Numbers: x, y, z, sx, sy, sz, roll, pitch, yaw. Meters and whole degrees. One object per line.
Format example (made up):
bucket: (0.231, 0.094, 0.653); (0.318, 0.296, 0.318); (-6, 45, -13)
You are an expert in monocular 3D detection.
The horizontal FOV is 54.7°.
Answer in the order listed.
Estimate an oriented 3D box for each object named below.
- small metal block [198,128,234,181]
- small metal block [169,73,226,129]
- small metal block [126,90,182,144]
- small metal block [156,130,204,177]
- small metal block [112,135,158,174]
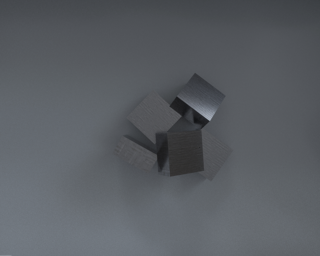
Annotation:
small metal block: (0.060, 0.034, 0.410); (0.050, 0.025, 0.050); (35, 90, -1)
small metal block: (0.049, -0.035, 0.399); (0.050, 0.025, 0.050); (37, 57, -1)
small metal block: (-0.008, -0.014, 0.409); (0.050, 0.025, 0.050); (44, 90, -1)
small metal block: (0.024, 0.029, 0.374); (0.050, 0.025, 0.050); (-4, 90, -33)
small metal block: (-0.029, 0.032, 0.396); (0.050, 0.050, 0.025); (29, 90, -1)
